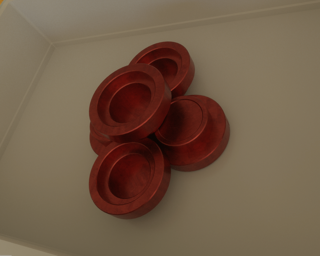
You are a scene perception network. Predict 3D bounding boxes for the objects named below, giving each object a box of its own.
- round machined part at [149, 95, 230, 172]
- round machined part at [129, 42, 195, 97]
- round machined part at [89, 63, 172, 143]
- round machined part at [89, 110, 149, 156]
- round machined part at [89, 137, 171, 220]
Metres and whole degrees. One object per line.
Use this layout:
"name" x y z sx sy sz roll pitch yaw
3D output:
"round machined part" 0.031 0.000 0.375 0.098 0.042 0.098 -13 56 20
"round machined part" 0.002 -0.069 0.432 0.098 0.042 0.098 -13 56 20
"round machined part" -0.031 -0.025 0.369 0.098 0.042 0.098 -13 56 20
"round machined part" -0.056 -0.003 0.422 0.098 0.042 0.098 -13 56 20
"round machined part" -0.032 0.060 0.371 0.098 0.042 0.098 -13 56 20
